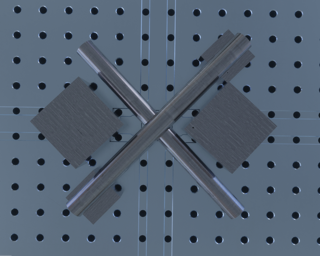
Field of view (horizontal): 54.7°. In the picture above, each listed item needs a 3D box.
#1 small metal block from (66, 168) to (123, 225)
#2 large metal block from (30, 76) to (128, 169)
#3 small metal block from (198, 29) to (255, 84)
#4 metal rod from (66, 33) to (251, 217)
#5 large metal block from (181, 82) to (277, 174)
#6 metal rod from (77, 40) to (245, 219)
[{"bbox_3d":[-0.086,0.090,0.413,0.050,0.025,0.050,45,90,0],"label":"small metal block"},{"bbox_3d":[-0.101,-0.006,0.400,0.080,0.050,0.080,-43,90,0],"label":"large metal block"},{"bbox_3d":[0.088,-0.093,0.414,0.050,0.025,0.050,-44,90,0],"label":"small metal block"},{"bbox_3d":[-0.001,-0.004,0.388,0.300,0.025,0.025,-45,90,0],"label":"metal rod"},{"bbox_3d":[0.086,0.000,0.401,0.080,0.050,0.080,43,90,0],"label":"large metal block"},{"bbox_3d":[0.001,0.002,0.412,0.025,0.025,0.300,-43,90,0],"label":"metal rod"}]
